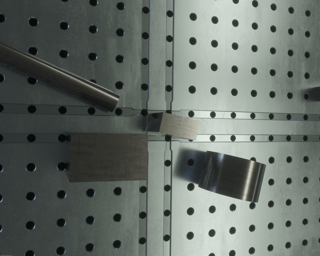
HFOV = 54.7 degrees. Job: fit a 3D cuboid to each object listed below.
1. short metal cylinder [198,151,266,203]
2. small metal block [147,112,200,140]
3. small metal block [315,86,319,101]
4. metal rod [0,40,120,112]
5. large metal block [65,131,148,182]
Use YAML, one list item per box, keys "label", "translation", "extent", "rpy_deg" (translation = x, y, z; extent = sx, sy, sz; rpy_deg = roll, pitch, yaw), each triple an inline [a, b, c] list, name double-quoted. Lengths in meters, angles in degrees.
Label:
- label: "short metal cylinder"
  translation: [0.097, 0.065, 0.419]
  extent: [0.081, 0.080, 0.050]
  rpy_deg: [16, 85, -20]
- label: "small metal block"
  translation: [0.016, -0.002, 0.405]
  extent: [0.050, 0.050, 0.025]
  rpy_deg: [13, 86, -20]
- label: "small metal block"
  translation: [0.297, -0.065, 0.508]
  extent: [0.050, 0.050, 0.025]
  rpy_deg: [-20, 97, -19]
- label: "metal rod"
  translation: [-0.187, -0.089, 0.343]
  extent: [0.302, 0.025, 0.025]
  rpy_deg: [24, 82, -19]
- label: "large metal block"
  translation: [-0.065, 0.030, 0.359]
  extent: [0.081, 0.080, 0.050]
  rpy_deg: [2, 90, -20]
